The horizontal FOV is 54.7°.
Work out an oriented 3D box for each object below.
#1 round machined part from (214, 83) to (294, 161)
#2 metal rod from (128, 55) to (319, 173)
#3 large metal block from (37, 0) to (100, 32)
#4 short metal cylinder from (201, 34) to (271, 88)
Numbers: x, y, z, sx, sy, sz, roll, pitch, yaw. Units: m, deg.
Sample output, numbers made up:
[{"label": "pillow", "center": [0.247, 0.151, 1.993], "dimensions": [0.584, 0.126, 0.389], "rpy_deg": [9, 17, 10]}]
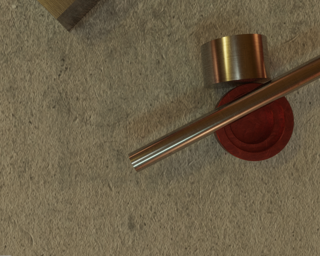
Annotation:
[{"label": "round machined part", "center": [0.117, -0.008, 0.403], "dimensions": [0.099, 0.042, 0.097], "rpy_deg": [0, 90, -1]}, {"label": "metal rod", "center": [0.102, -0.027, 0.369], "dimensions": [0.301, 0.025, 0.025], "rpy_deg": [-27, 90, -1]}, {"label": "large metal block", "center": [-0.124, -0.187, 0.396], "dimensions": [0.080, 0.050, 0.080], "rpy_deg": [45, 90, -1]}, {"label": "short metal cylinder", "center": [0.093, -0.080, 0.384], "dimensions": [0.081, 0.080, 0.050], "rpy_deg": [-6, 90, -1]}]
